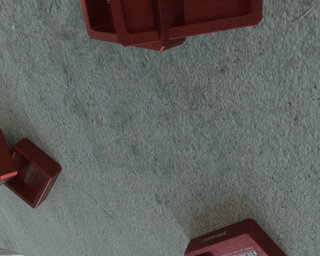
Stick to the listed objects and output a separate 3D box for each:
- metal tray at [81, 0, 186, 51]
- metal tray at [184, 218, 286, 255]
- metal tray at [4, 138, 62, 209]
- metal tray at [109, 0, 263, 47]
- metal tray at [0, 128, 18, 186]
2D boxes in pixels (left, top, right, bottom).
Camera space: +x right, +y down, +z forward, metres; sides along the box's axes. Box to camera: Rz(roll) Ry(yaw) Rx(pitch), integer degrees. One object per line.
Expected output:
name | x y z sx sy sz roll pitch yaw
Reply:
metal tray | -0.034 -0.132 0.309 0.130 0.030 0.089 23 130 42
metal tray | 0.112 0.195 0.465 0.090 0.030 0.129 48 129 -6
metal tray | -0.247 0.089 0.589 0.090 0.030 0.129 39 129 1
metal tray | 0.020 -0.129 0.273 0.131 0.030 0.089 -9 115 0
metal tray | -0.318 0.063 0.582 0.130 0.030 0.090 -27 84 44
